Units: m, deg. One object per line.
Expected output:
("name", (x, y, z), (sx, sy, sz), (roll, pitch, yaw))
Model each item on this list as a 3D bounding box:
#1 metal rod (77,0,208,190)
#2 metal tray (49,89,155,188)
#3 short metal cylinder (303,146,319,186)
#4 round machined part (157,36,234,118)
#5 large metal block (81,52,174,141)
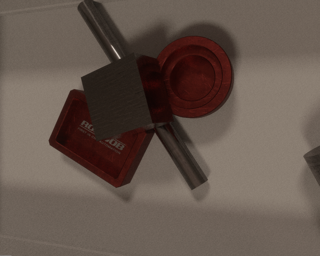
("metal rod", (-0.029, -0.052, 0.419), (0.025, 0.025, 0.299), (-36, 79, 16))
("metal tray", (-0.084, 0.013, 0.436), (0.130, 0.030, 0.090), (29, 99, 17))
("short metal cylinder", (0.197, 0.035, 0.312), (0.080, 0.080, 0.050), (-28, 81, 17))
("round machined part", (0.042, -0.061, 0.386), (0.098, 0.042, 0.097), (0, 90, 19))
("large metal block", (-0.039, -0.034, 0.370), (0.080, 0.050, 0.080), (-17, 84, 29))
